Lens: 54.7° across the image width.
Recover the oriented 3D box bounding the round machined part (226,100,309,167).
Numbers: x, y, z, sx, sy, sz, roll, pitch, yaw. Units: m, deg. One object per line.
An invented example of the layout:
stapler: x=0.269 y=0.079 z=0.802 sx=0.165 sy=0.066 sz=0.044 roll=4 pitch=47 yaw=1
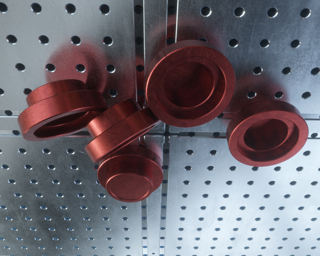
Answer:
round machined part: x=0.136 y=0.003 z=0.405 sx=0.099 sy=0.042 sz=0.097 roll=-1 pitch=130 yaw=0

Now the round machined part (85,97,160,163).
round machined part: x=-0.049 y=-0.001 z=0.374 sx=0.098 sy=0.098 sz=0.042 roll=-34 pitch=88 yaw=25

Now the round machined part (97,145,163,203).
round machined part: x=-0.044 y=0.074 z=0.463 sx=0.099 sy=0.042 sz=0.097 roll=-1 pitch=130 yaw=0

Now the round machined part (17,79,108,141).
round machined part: x=-0.113 y=-0.022 z=0.357 sx=0.099 sy=0.042 sz=0.098 roll=-21 pitch=171 yaw=-3

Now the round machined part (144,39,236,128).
round machined part: x=0.031 y=-0.052 z=0.349 sx=0.099 sy=0.042 sz=0.097 roll=-5 pitch=124 yaw=-7
